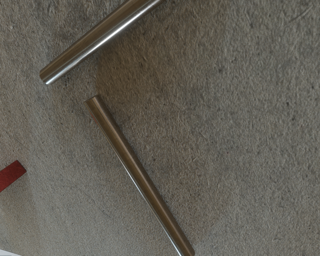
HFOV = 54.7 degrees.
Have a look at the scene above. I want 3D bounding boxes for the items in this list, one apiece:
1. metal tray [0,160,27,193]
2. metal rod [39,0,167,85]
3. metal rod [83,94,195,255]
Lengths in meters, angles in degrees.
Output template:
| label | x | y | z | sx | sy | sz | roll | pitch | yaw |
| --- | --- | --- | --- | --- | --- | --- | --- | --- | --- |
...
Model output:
| label | x | y | z | sx | sy | sz | roll | pitch | yaw |
| --- | --- | --- | --- | --- | --- | --- | --- | --- | --- |
| metal tray | -0.332 | 0.116 | 0.607 | 0.130 | 0.090 | 0.030 | -27 | 104 | 37 |
| metal rod | -0.049 | -0.121 | 0.356 | 0.299 | 0.025 | 0.025 | -23 | 106 | 36 |
| metal rod | -0.024 | 0.084 | 0.469 | 0.025 | 0.025 | 0.299 | -18 | 109 | 35 |
